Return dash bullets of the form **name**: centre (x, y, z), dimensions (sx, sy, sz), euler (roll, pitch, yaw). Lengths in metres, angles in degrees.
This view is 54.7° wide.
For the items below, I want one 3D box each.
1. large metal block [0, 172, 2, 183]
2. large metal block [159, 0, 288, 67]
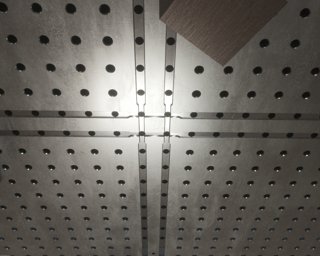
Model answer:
- **large metal block**: centre (-0.288, 0.085, 0.444), dimensions (0.081, 0.080, 0.050), euler (5, 130, -5)
- **large metal block**: centre (0.056, -0.120, 0.294), dimensions (0.080, 0.050, 0.080), euler (30, 124, -24)
